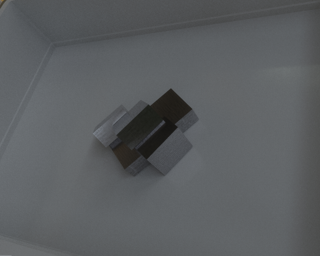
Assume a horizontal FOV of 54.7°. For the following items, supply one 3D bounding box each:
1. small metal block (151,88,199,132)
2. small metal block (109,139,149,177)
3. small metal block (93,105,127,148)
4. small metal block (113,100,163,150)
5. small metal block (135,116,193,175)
[{"bbox_3d":[0.013,-0.016,0.405,0.050,0.025,0.050,-41,51,0],"label":"small metal block"},{"bbox_3d":[-0.032,0.026,0.403,0.050,0.025,0.050,-41,51,0],"label":"small metal block"},{"bbox_3d":[-0.062,-0.004,0.422,0.050,0.025,0.050,-41,13,0],"label":"small metal block"},{"bbox_3d":[-0.028,-0.005,0.373,0.050,0.025,0.050,-44,18,-3],"label":"small metal block"},{"bbox_3d":[0.006,0.022,0.370,0.050,0.050,0.025,-46,51,-4],"label":"small metal block"}]
